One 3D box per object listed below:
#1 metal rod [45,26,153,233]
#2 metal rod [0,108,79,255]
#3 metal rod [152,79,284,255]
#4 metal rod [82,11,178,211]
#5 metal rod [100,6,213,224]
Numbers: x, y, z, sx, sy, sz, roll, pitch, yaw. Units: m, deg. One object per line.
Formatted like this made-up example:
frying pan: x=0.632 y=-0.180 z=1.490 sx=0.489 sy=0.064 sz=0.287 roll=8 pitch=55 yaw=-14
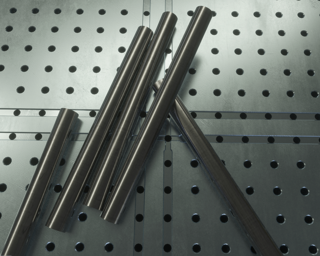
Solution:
metal rod: x=-0.073 y=-0.013 z=0.415 sx=0.025 sy=0.025 sz=0.300 roll=19 pitch=71 yaw=6
metal rod: x=-0.161 y=0.114 z=0.367 sx=0.025 sy=0.025 sz=0.299 roll=14 pitch=70 yaw=5
metal rod: x=0.075 y=0.060 z=0.390 sx=0.025 sy=0.025 sz=0.299 roll=-28 pitch=73 yaw=-10
metal rod: x=-0.033 y=-0.036 z=0.424 sx=0.025 sy=0.025 sz=0.299 roll=18 pitch=71 yaw=6
metal rod: x=0.000 y=-0.024 z=0.397 sx=0.025 sy=0.025 sz=0.299 roll=23 pitch=80 yaw=8
